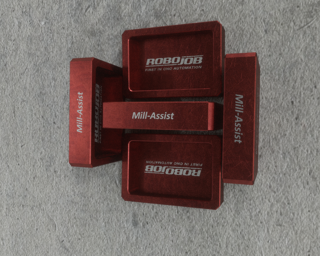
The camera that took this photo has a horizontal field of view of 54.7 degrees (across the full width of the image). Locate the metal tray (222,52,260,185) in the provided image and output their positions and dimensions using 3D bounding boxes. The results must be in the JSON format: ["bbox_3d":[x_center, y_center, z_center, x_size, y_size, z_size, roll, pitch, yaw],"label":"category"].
[{"bbox_3d":[0.092,-0.009,0.343,0.030,0.090,0.129,1,90,20],"label":"metal tray"}]

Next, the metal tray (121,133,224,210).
[{"bbox_3d":[0.016,0.053,0.403,0.130,0.030,0.089,1,89,19],"label":"metal tray"}]

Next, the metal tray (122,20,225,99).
[{"bbox_3d":[0.016,-0.084,0.402,0.130,0.030,0.089,0,93,19],"label":"metal tray"}]

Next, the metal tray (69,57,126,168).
[{"bbox_3d":[-0.078,-0.019,0.403,0.030,0.090,0.129,1,91,20],"label":"metal tray"}]

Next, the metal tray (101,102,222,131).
[{"bbox_3d":[0.007,-0.014,0.374,0.130,0.090,0.030,1,92,20],"label":"metal tray"}]
